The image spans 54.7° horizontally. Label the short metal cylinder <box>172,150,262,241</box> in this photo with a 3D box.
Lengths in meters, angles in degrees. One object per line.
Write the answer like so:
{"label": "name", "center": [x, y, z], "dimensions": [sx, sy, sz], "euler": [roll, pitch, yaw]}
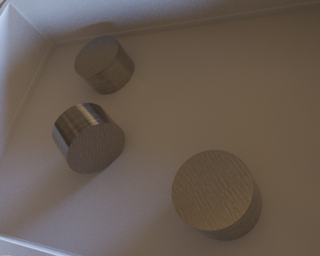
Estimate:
{"label": "short metal cylinder", "center": [0.059, 0.069, 0.316], "dimensions": [0.080, 0.050, 0.080], "euler": [-13, 56, 20]}

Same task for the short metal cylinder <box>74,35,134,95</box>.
{"label": "short metal cylinder", "center": [-0.089, -0.101, 0.496], "dimensions": [0.080, 0.050, 0.080], "euler": [-13, 56, 20]}

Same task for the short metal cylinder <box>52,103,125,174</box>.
{"label": "short metal cylinder", "center": [-0.094, 0.014, 0.410], "dimensions": [0.080, 0.080, 0.050], "euler": [-44, 51, -3]}
